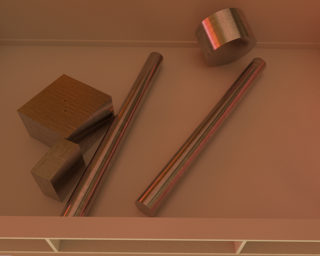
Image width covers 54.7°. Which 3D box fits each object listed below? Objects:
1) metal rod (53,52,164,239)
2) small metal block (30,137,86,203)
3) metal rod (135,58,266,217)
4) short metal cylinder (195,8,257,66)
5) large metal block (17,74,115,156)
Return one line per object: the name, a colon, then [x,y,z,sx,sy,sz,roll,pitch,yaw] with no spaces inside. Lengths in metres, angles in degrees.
metal rod: [-0.051,-0.003,0.406,0.025,0.025,0.300,14,51,11]
small metal block: [-0.111,0.047,0.348,0.025,0.050,0.050,20,53,16]
metal rod: [0.070,-0.007,0.411,0.025,0.025,0.301,29,55,21]
short metal cylinder: [0.101,-0.138,0.478,0.081,0.080,0.050,-15,75,-13]
large metal block: [-0.117,-0.015,0.400,0.080,0.050,0.080,26,54,20]
